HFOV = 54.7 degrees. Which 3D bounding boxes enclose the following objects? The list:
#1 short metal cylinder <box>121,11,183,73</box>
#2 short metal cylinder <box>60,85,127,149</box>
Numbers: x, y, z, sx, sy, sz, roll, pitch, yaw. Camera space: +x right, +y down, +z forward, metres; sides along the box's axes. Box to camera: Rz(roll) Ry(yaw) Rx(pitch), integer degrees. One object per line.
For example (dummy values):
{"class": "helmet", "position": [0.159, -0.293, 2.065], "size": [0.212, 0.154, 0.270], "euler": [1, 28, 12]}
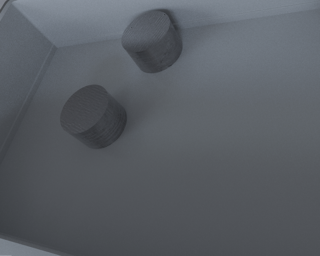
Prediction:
{"class": "short metal cylinder", "position": [-0.012, -0.132, 0.477], "size": [0.080, 0.050, 0.080], "euler": [-13, 56, 21]}
{"class": "short metal cylinder", "position": [-0.096, -0.016, 0.450], "size": [0.080, 0.050, 0.080], "euler": [-13, 56, 21]}
